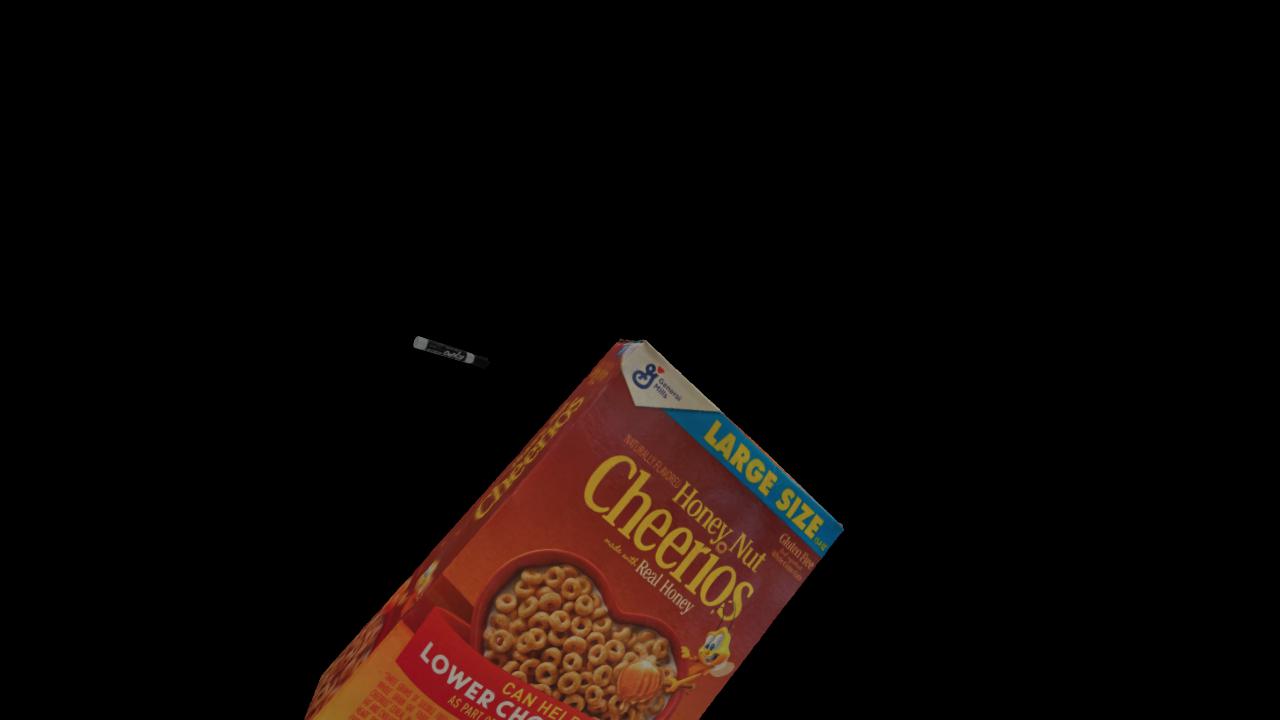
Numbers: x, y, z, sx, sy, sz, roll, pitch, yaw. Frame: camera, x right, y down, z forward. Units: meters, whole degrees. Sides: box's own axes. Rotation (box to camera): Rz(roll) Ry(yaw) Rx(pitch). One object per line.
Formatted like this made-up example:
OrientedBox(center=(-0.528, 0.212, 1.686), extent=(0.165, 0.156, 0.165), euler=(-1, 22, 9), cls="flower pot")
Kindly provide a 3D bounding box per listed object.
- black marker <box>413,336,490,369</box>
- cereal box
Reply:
OrientedBox(center=(-0.290, -0.010, 0.955), extent=(0.121, 0.020, 0.020), euler=(20, -12, -36), cls="black marker")
OrientedBox(center=(-0.032, 0.161, 0.416), extent=(0.203, 0.306, 0.081), euler=(44, -9, -14), cls="cereal box")
